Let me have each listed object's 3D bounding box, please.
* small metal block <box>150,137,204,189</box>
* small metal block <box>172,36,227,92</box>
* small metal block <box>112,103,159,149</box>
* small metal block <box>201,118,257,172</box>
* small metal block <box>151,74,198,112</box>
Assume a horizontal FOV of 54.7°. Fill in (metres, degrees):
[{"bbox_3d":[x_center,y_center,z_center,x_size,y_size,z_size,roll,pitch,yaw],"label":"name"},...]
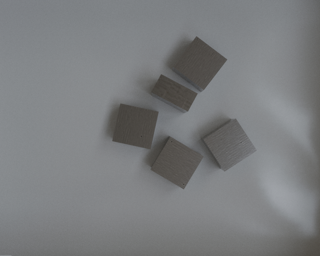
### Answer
[{"bbox_3d":[0.022,0.045,0.412,0.050,0.025,0.050,31,90,-1],"label":"small metal block"},{"bbox_3d":[0.052,-0.084,0.412,0.050,0.025,0.050,37,90,-1],"label":"small metal block"},{"bbox_3d":[-0.032,-0.002,0.411,0.050,0.025,0.050,12,90,-1],"label":"small metal block"},{"bbox_3d":[0.091,0.022,0.413,0.050,0.025,0.050,-33,90,0],"label":"small metal block"},{"bbox_3d":[0.018,-0.043,0.399,0.050,0.050,0.025,28,90,-1],"label":"small metal block"}]
